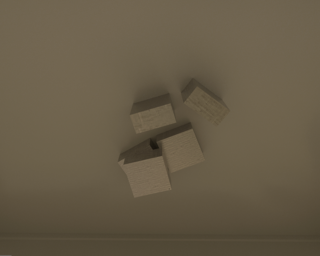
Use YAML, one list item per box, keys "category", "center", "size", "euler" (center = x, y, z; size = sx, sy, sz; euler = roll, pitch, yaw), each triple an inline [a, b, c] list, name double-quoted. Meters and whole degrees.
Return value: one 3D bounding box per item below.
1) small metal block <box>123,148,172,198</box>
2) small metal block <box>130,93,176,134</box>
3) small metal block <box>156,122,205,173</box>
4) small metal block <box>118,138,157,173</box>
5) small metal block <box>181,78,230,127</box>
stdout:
- category: "small metal block"
  center: [-0.015, 0.058, 0.406]
  size: [0.050, 0.025, 0.050]
  euler: [-13, 110, 5]
- category: "small metal block"
  center: [-0.008, -0.020, 0.391]
  size: [0.050, 0.050, 0.025]
  euler: [-16, 109, 6]
- category: "small metal block"
  center: [0.028, 0.027, 0.421]
  size: [0.050, 0.025, 0.050]
  euler: [-21, 109, 7]
- category: "small metal block"
  center: [-0.022, 0.050, 0.429]
  size: [0.050, 0.025, 0.050]
  euler: [-29, 108, 10]
- category: "small metal block"
  center: [0.055, -0.033, 0.386]
  size: [0.050, 0.050, 0.025]
  euler: [35, 107, -12]
